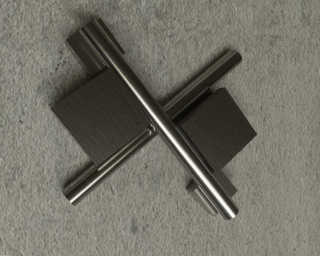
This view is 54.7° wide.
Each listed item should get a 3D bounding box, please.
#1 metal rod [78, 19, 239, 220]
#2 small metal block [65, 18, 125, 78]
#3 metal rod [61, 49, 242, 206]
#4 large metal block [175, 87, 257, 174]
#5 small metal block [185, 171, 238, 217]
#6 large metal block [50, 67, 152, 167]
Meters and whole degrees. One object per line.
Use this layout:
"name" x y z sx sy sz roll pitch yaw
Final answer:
"metal rod" 0.007 -0.001 0.386 0.025 0.025 0.300 -41 103 -15
"small metal block" -0.080 -0.097 0.381 0.050 0.025 0.050 -39 103 -16
"metal rod" 0.000 -0.010 0.411 0.301 0.025 0.025 -41 103 -16
"large metal block" 0.070 0.003 0.423 0.080 0.050 0.080 -41 103 -15
"small metal block" 0.073 0.087 0.438 0.050 0.025 0.050 -45 104 -15
"large metal block" -0.071 -0.013 0.369 0.080 0.050 0.080 -39 103 -16
